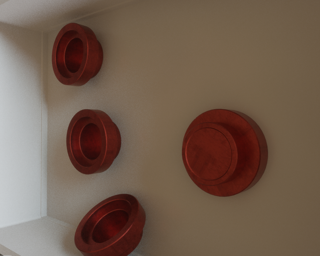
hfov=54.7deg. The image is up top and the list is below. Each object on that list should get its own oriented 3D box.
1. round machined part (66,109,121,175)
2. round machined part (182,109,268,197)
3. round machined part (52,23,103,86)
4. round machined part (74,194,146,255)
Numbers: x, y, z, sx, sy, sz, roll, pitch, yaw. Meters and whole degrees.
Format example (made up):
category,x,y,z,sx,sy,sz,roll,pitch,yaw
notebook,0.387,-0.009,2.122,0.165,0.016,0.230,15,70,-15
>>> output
category,x,y,z,sx,sy,sz,roll,pitch,yaw
round machined part,-0.098,0.021,0.477,0.098,0.042,0.097,0,90,40
round machined part,0.063,0.027,0.343,0.098,0.042,0.097,0,90,40
round machined part,-0.130,-0.117,0.504,0.098,0.042,0.097,0,90,40
round machined part,-0.063,0.141,0.424,0.098,0.098,0.042,-5,123,40
